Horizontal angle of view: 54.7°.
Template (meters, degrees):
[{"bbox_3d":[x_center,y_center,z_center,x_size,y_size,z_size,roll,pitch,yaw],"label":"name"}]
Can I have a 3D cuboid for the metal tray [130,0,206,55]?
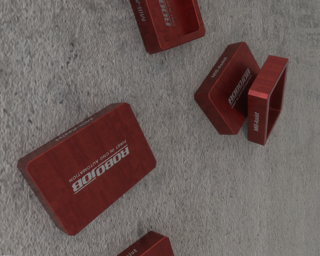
[{"bbox_3d":[0.005,-0.172,0.404,0.091,0.030,0.129,-30,109,-36],"label":"metal tray"}]

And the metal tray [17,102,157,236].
[{"bbox_3d":[-0.072,0.040,0.341,0.131,0.030,0.090,-37,113,-34],"label":"metal tray"}]

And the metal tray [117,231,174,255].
[{"bbox_3d":[-0.034,0.199,0.373,0.131,0.030,0.089,-26,106,-37],"label":"metal tray"}]

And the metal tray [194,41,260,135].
[{"bbox_3d":[0.117,-0.064,0.499,0.090,0.030,0.130,50,61,-28],"label":"metal tray"}]

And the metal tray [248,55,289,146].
[{"bbox_3d":[0.177,-0.043,0.512,0.090,0.030,0.130,-55,149,-25],"label":"metal tray"}]
